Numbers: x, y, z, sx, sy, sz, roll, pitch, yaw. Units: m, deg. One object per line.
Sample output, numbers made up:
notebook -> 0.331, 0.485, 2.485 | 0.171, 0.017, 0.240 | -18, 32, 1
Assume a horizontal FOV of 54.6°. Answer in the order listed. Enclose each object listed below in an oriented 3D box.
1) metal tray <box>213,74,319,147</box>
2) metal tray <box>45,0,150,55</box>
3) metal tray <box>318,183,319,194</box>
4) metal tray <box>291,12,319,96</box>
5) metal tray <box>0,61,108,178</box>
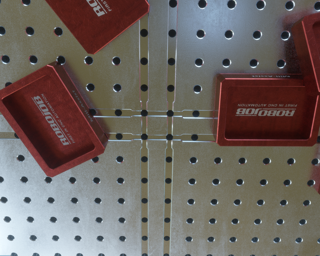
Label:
metal tray -> 0.139, -0.023, 0.403 | 0.131, 0.030, 0.089 | 0, 110, 0
metal tray -> -0.084, -0.162, 0.350 | 0.090, 0.030, 0.130 | -35, 107, 12
metal tray -> 0.282, 0.046, 0.430 | 0.090, 0.030, 0.129 | 1, 110, -1
metal tray -> 0.230, -0.096, 0.357 | 0.131, 0.030, 0.090 | -14, 92, 0
metal tray -> -0.140, -0.009, 0.406 | 0.090, 0.030, 0.130 | -26, 108, 9
